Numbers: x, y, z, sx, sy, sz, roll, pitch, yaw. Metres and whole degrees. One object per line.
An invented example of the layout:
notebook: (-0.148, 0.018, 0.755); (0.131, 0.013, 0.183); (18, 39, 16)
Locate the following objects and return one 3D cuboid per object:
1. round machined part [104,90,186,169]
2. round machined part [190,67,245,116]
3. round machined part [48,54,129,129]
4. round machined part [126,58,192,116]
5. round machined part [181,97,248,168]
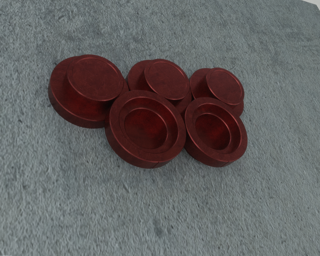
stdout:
round machined part: (-0.021, 0.005, 0.381); (0.099, 0.042, 0.098); (14, 56, -21)
round machined part: (0.090, -0.054, 0.478); (0.099, 0.042, 0.098); (14, 56, -21)
round machined part: (-0.084, -0.052, 0.382); (0.099, 0.042, 0.098); (14, 56, -21)
round machined part: (0.002, -0.057, 0.432); (0.099, 0.042, 0.098); (14, 56, -21)
round machined part: (0.068, 0.009, 0.427); (0.099, 0.042, 0.098); (14, 56, -21)
